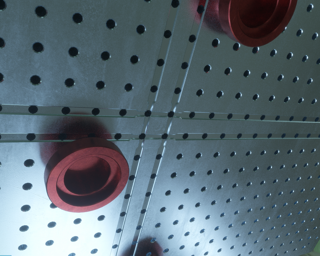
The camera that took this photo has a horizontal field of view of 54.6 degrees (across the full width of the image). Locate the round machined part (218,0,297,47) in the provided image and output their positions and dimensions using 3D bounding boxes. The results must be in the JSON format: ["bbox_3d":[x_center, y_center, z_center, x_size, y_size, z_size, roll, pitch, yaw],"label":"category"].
[{"bbox_3d":[0.110,-0.150,0.367,0.099,0.042,0.097,-14,124,-21],"label":"round machined part"}]

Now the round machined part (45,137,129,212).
[{"bbox_3d":[-0.091,0.053,0.383,0.099,0.042,0.097,-14,124,-21],"label":"round machined part"}]
